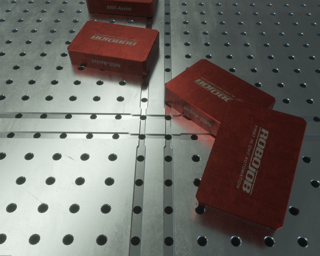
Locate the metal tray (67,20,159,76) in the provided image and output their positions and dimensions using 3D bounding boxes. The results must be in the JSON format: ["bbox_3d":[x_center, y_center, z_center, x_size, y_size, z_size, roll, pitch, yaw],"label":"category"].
[{"bbox_3d":[-0.074,-0.135,0.517,0.131,0.030,0.090,11,51,8],"label":"metal tray"}]

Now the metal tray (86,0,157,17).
[{"bbox_3d":[-0.073,-0.266,0.626,0.131,0.030,0.090,6,50,4],"label":"metal tray"}]

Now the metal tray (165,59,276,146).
[{"bbox_3d":[0.082,-0.040,0.439,0.130,0.030,0.091,37,59,26],"label":"metal tray"}]

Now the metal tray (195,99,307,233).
[{"bbox_3d":[0.103,0.039,0.349,0.090,0.030,0.130,18,69,14],"label":"metal tray"}]
